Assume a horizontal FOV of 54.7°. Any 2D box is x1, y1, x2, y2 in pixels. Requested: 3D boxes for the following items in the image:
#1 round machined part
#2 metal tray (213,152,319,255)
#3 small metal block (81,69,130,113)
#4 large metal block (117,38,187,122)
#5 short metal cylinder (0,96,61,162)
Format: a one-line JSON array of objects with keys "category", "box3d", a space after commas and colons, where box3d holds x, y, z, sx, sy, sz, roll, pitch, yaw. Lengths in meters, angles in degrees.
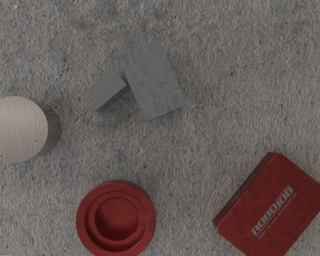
[{"category": "round machined part", "box3d": [-0.054, 0.115, 0.401, 0.099, 0.042, 0.097, 0, 90, 0]}, {"category": "metal tray", "box3d": [0.145, 0.108, 0.409, 0.090, 0.030, 0.130, 39, 90, 0]}, {"category": "small metal block", "box3d": [-0.067, -0.046, 0.397, 0.050, 0.050, 0.025, -40, 90, 0]}, {"category": "large metal block", "box3d": [-0.009, -0.053, 0.382, 0.050, 0.080, 0.080, -24, 90, 0]}, {"category": "short metal cylinder", "box3d": [-0.175, 0.001, 0.396, 0.081, 0.050, 0.080, 0, 90, 0]}]
